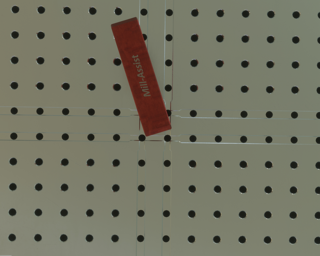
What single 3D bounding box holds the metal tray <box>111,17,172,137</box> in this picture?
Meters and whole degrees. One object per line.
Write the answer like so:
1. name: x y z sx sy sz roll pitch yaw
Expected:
1. metal tray: -0.021 -0.057 0.380 0.030 0.090 0.129 -17 90 0
